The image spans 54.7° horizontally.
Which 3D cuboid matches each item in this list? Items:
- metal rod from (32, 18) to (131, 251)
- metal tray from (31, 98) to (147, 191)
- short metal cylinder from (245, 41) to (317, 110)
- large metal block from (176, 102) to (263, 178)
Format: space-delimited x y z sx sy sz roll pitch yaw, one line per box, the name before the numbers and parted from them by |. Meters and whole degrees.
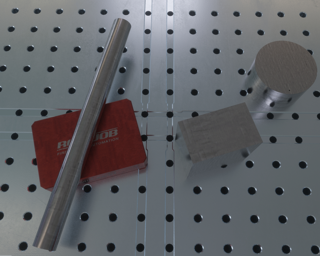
metal rod | -0.088 -0.008 0.381 0.025 0.025 0.299 13 70 4
metal tray | -0.090 0.022 0.400 0.131 0.030 0.090 -15 71 -6
short metal cylinder | 0.164 -0.072 0.426 0.081 0.050 0.080 0 70 0
large metal block | 0.066 0.018 0.376 0.081 0.080 0.050 -16 71 -6
